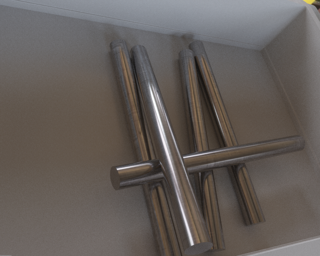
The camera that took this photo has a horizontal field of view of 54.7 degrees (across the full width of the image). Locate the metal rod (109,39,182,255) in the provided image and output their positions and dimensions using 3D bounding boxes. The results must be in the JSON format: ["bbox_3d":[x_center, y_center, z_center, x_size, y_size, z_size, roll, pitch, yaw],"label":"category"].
[{"bbox_3d":[-0.024,0.012,0.386,0.025,0.025,0.299,-1,62,-29],"label":"metal rod"}]

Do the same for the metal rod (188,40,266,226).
[{"bbox_3d":[0.092,-0.008,0.462,0.025,0.025,0.299,1,61,-28],"label":"metal rod"}]

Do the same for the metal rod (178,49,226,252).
[{"bbox_3d":[0.053,0.011,0.429,0.025,0.025,0.299,10,57,-24],"label":"metal rod"}]

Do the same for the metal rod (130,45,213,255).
[{"bbox_3d":[0.000,-0.005,0.360,0.025,0.025,0.300,7,43,-25],"label":"metal rod"}]

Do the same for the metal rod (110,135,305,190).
[{"bbox_3d":[0.082,0.037,0.395,0.303,0.025,0.025,-6,65,-31],"label":"metal rod"}]
